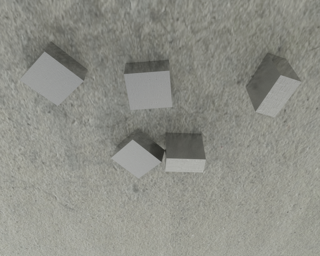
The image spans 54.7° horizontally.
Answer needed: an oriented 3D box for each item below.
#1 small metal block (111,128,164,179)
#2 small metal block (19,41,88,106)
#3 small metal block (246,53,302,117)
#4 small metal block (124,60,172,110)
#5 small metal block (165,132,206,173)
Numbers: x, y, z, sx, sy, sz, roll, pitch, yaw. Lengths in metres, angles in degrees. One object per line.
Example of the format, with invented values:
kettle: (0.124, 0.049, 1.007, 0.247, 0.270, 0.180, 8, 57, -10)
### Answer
small metal block: (-0.030, 0.036, 0.430, 0.050, 0.025, 0.050, 40, 124, -16)
small metal block: (-0.120, -0.061, 0.354, 0.050, 0.025, 0.050, -36, 122, 26)
small metal block: (0.126, -0.049, 0.351, 0.025, 0.050, 0.050, 15, 129, -13)
small metal block: (-0.013, -0.050, 0.364, 0.050, 0.025, 0.050, -4, 130, 3)
small metal block: (0.032, 0.033, 0.419, 0.050, 0.050, 0.025, 2, 130, -3)
